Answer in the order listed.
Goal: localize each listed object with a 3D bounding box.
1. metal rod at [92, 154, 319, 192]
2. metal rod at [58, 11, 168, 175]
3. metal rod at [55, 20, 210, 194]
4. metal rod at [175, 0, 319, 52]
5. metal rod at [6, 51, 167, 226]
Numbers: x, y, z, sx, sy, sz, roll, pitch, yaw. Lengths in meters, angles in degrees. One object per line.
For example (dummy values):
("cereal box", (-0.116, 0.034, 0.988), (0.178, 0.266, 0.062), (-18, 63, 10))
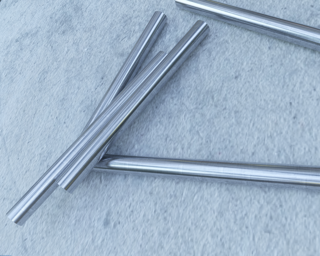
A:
("metal rod", (0.038, 0.048, 0.353), (0.300, 0.025, 0.025), (0, 62, 28))
("metal rod", (-0.066, -0.058, 0.471), (0.025, 0.025, 0.300), (16, 70, 34))
("metal rod", (-0.027, -0.039, 0.420), (0.025, 0.025, 0.300), (27, 70, 37))
("metal rod", (0.132, -0.145, 0.422), (0.300, 0.025, 0.025), (35, 81, 38))
("metal rod", (-0.086, 0.004, 0.424), (0.025, 0.025, 0.300), (29, 71, 37))
